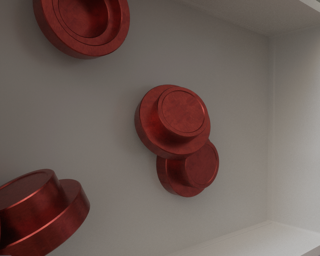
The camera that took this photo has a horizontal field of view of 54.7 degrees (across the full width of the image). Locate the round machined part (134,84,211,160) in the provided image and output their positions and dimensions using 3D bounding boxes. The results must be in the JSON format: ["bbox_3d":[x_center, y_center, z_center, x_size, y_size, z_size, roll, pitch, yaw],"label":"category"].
[{"bbox_3d":[0.021,-0.013,0.389,0.099,0.042,0.098,9,64,-20],"label":"round machined part"}]

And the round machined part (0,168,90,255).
[{"bbox_3d":[-0.114,0.070,0.265,0.099,0.098,0.042,-33,111,-35],"label":"round machined part"}]

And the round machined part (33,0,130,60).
[{"bbox_3d":[-0.084,-0.121,0.326,0.099,0.042,0.097,0,90,-40],"label":"round machined part"}]

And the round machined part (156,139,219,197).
[{"bbox_3d":[0.046,0.049,0.436,0.099,0.042,0.097,0,90,-40],"label":"round machined part"}]
